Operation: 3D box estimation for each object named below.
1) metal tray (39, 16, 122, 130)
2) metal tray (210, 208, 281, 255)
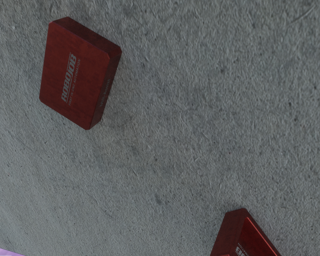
[{"bbox_3d":[-0.112,-0.070,0.420,0.090,0.030,0.129,32,129,7],"label":"metal tray"},{"bbox_3d":[0.126,0.185,0.412,0.030,0.090,0.130,-30,102,38],"label":"metal tray"}]
